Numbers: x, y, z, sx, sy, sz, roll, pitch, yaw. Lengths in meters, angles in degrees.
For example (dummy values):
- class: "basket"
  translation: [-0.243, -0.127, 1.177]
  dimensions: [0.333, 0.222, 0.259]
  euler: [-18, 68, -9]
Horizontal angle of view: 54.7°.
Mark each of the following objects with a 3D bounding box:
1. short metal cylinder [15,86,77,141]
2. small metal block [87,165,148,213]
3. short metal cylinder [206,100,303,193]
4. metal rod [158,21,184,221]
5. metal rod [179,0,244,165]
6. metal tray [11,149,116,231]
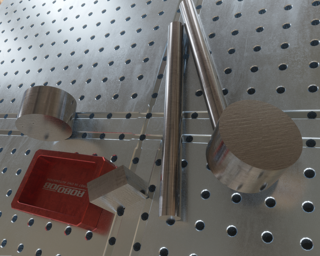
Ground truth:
- class: "short metal cylinder"
  translation: [-0.172, -0.020, 0.473]
  dimensions: [0.080, 0.080, 0.050]
  euler: [-13, 57, 21]
- class: "small metal block"
  translation: [-0.050, 0.075, 0.372]
  dimensions: [0.050, 0.050, 0.025]
  euler: [-28, 53, 11]
- class: "short metal cylinder"
  translation: [0.091, 0.018, 0.310]
  dimensions: [0.081, 0.050, 0.080]
  euler: [4, 54, -6]
- class: "metal rod"
  translation: [0.018, -0.030, 0.415]
  dimensions: [0.025, 0.025, 0.299]
  euler: [-10, 57, 22]
- class: "metal rod"
  translation: [0.063, -0.077, 0.421]
  dimensions: [0.025, 0.025, 0.299]
  euler: [-20, 54, 16]
- class: "metal tray"
  translation: [-0.132, 0.080, 0.423]
  dimensions: [0.130, 0.030, 0.090]
  euler: [3, 63, 29]
